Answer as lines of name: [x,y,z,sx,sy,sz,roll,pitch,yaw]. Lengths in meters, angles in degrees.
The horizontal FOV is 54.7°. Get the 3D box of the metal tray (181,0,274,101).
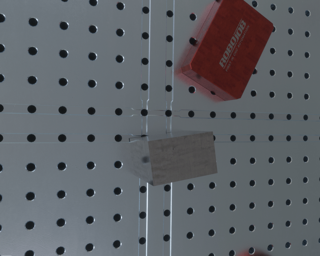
metal tray: [0.099,-0.116,0.446,0.090,0.030,0.130,30,80,-18]

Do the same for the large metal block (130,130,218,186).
large metal block: [0.014,0.034,0.388,0.081,0.080,0.050,-8,93,-20]
